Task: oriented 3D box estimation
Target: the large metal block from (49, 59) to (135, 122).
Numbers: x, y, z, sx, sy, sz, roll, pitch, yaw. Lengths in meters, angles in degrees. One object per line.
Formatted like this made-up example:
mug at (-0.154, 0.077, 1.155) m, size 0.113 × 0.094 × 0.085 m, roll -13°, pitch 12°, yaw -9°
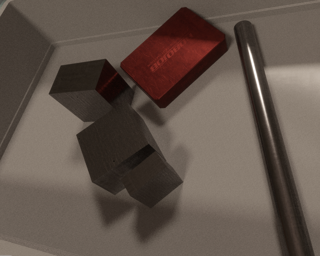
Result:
large metal block at (-0.096, -0.051, 0.450) m, size 0.080 × 0.080 × 0.050 m, roll -2°, pitch 61°, yaw 27°

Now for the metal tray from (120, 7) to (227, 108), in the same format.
metal tray at (0.019, -0.102, 0.443) m, size 0.130 × 0.030 × 0.090 m, roll -43°, pitch 63°, yaw -2°

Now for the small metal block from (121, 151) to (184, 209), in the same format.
small metal block at (-0.008, 0.061, 0.356) m, size 0.050 × 0.050 × 0.025 m, roll -39°, pitch 51°, yaw 1°

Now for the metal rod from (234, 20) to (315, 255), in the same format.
metal rod at (0.119, -0.012, 0.350) m, size 0.025 × 0.025 × 0.299 m, roll -15°, pitch 56°, yaw 20°

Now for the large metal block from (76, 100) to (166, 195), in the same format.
large metal block at (-0.051, 0.025, 0.400) m, size 0.080 × 0.050 × 0.080 m, roll -34°, pitch 52°, yaw 5°
